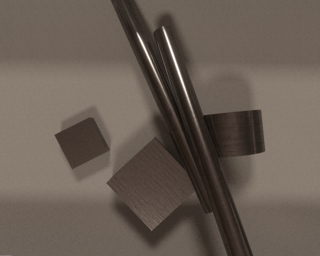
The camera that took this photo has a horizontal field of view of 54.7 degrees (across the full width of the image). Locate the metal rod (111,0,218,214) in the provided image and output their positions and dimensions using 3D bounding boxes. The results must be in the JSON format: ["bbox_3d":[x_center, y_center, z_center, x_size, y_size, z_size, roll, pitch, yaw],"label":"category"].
[{"bbox_3d":[0.004,-0.041,0.384,0.025,0.025,0.299,-24,80,0],"label":"metal rod"}]

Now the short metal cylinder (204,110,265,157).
[{"bbox_3d":[0.087,0.006,0.385,0.081,0.080,0.050,-6,90,-1],"label":"short metal cylinder"}]

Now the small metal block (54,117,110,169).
[{"bbox_3d":[-0.102,0.020,0.410,0.050,0.025,0.050,-27,90,-1],"label":"small metal block"}]

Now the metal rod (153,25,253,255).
[{"bbox_3d":[0.047,0.017,0.350,0.025,0.025,0.299,-17,75,0],"label":"metal rod"}]

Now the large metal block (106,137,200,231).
[{"bbox_3d":[-0.008,0.068,0.399,0.080,0.050,0.080,-43,91,0],"label":"large metal block"}]
